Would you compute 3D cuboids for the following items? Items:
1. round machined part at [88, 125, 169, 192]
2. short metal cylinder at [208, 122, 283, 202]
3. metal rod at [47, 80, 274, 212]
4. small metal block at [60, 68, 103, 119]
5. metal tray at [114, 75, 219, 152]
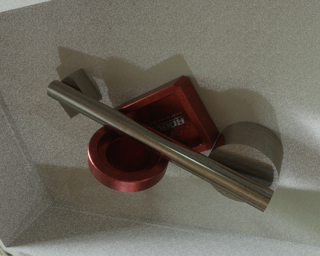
[{"bbox_3d":[-0.040,0.039,0.386,0.098,0.098,0.042,25,135,12],"label":"round machined part"},{"bbox_3d":[0.099,0.040,0.362,0.080,0.050,0.079,13,124,20],"label":"short metal cylinder"},{"bbox_3d":[-0.015,0.011,0.367,0.301,0.025,0.025,27,128,19],"label":"metal rod"},{"bbox_3d":[-0.119,-0.048,0.437,0.050,0.025,0.050,-24,106,36],"label":"small metal block"},{"bbox_3d":[-0.002,-0.002,0.401,0.130,0.030,0.090,-21,108,35],"label":"metal tray"}]
